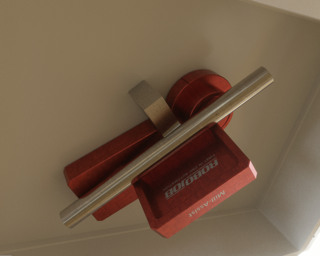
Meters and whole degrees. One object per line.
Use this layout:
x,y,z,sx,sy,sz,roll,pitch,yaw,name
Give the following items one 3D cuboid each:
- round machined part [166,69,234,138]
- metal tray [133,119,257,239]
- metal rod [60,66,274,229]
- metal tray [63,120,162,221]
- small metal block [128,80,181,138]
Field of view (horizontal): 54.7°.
0.059,-0.025,0.414,0.099,0.042,0.097,-14,125,-21,round machined part
0.036,0.057,0.372,0.130,0.090,0.030,-35,132,3,metal tray
0.008,0.024,0.376,0.301,0.025,0.025,-36,130,1,metal rod
-0.048,0.058,0.415,0.131,0.030,0.090,-31,129,-9,metal tray
-0.007,-0.024,0.374,0.025,0.050,0.050,-38,130,-3,small metal block
